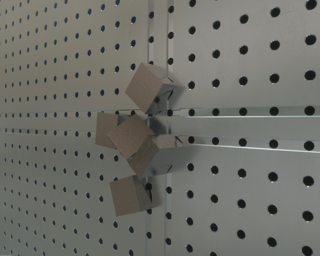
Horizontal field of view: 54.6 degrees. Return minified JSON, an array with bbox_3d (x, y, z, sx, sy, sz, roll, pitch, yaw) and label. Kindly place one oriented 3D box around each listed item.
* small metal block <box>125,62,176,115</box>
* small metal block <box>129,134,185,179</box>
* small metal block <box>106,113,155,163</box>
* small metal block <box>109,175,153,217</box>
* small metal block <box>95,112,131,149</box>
[{"bbox_3d":[-0.014,-0.053,0.422,0.050,0.025,0.050,47,118,29],"label":"small metal block"},{"bbox_3d":[-0.004,0.035,0.397,0.025,0.050,0.050,47,118,30],"label":"small metal block"},{"bbox_3d":[-0.036,0.016,0.423,0.050,0.025,0.050,-36,60,-12],"label":"small metal block"},{"bbox_3d":[-0.042,0.096,0.446,0.050,0.025,0.050,-23,76,38],"label":"small metal block"},{"bbox_3d":[-0.071,0.003,0.468,0.050,0.025,0.050,9,96,43],"label":"small metal block"}]
